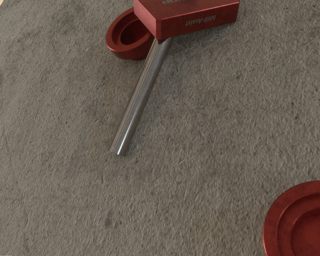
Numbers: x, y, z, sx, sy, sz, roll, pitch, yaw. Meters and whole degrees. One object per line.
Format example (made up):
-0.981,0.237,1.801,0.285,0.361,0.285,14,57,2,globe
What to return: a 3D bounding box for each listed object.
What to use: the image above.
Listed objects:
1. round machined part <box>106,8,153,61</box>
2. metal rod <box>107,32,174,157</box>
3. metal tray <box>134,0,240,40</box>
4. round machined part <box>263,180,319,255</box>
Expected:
-0.035,-0.149,0.503,0.098,0.042,0.098,-13,56,21,round machined part
-0.004,-0.103,0.438,0.025,0.025,0.299,16,79,34,metal rod
0.037,-0.177,0.454,0.131,0.030,0.090,-18,49,-17,metal tray
0.141,0.097,0.260,0.098,0.042,0.098,-13,56,21,round machined part
